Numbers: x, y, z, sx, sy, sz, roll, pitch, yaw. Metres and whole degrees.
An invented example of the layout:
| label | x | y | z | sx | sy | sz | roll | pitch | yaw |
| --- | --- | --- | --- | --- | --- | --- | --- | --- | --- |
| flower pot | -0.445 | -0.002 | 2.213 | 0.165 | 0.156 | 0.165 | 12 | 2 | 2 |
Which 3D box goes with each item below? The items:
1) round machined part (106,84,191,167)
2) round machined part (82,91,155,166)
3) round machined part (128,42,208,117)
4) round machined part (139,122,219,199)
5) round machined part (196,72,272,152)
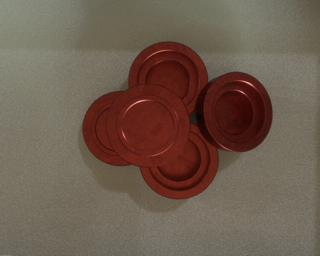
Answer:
| label | x | y | z | sx | sy | sz | roll | pitch | yaw |
| --- | --- | --- | --- | --- | --- | --- | --- | --- | --- |
| round machined part | -0.013 | -0.003 | 0.358 | 0.099 | 0.042 | 0.097 | 0 | 90 | -1 |
| round machined part | -0.051 | 0.001 | 0.399 | 0.099 | 0.042 | 0.097 | 0 | 90 | -1 |
| round machined part | 0.010 | -0.058 | 0.402 | 0.099 | 0.042 | 0.097 | 0 | 90 | -1 |
| round machined part | 0.023 | 0.039 | 0.401 | 0.099 | 0.042 | 0.097 | 0 | 90 | -1 |
| round machined part | 0.089 | -0.019 | 0.392 | 0.099 | 0.042 | 0.097 | 1 | 87 | -21 |
